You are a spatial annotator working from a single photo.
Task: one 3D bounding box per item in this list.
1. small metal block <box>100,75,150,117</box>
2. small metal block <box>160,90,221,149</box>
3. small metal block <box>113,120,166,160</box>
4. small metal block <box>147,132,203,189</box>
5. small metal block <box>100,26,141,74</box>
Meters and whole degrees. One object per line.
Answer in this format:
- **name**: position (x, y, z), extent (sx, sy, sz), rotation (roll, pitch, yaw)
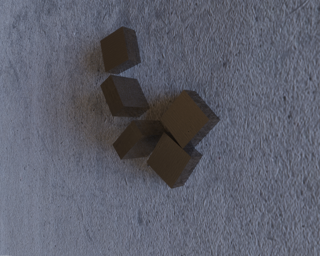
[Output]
- **small metal block**: position (-0.048, -0.043, 0.428), extent (0.025, 0.050, 0.050), rotation (-37, 67, 34)
- **small metal block**: position (0.036, -0.010, 0.376), extent (0.050, 0.025, 0.050), rotation (-51, 60, 28)
- **small metal block**: position (-0.025, 0.015, 0.410), extent (0.050, 0.050, 0.025), rotation (-48, 62, 29)
- **small metal block**: position (0.018, 0.039, 0.391), extent (0.050, 0.025, 0.050), rotation (43, 116, 31)
- **small metal block**: position (-0.058, -0.112, 0.453), extent (0.050, 0.025, 0.050), rotation (-18, 79, 38)
